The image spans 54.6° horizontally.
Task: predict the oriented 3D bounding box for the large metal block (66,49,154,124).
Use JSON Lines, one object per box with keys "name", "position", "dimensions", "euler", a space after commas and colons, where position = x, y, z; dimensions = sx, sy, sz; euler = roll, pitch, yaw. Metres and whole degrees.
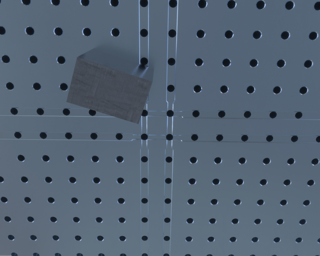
{"name": "large metal block", "position": [-0.054, -0.052, 0.364], "dimensions": [0.080, 0.080, 0.050], "euler": [17, 109, -6]}
